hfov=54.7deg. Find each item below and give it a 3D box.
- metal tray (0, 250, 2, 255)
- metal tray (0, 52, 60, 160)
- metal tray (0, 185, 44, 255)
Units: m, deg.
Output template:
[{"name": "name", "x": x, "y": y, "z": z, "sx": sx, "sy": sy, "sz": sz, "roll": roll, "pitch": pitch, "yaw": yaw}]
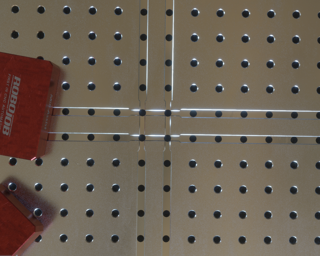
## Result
[{"name": "metal tray", "x": -0.266, "y": 0.225, "z": 0.407, "sx": 0.131, "sy": 0.030, "sz": 0.090, "roll": -18, "pitch": 90, "yaw": -1}, {"name": "metal tray", "x": -0.192, "y": -0.029, "z": 0.408, "sx": 0.091, "sy": 0.030, "sz": 0.129, "roll": 10, "pitch": 90, "yaw": -1}, {"name": "metal tray", "x": -0.227, "y": 0.146, "z": 0.387, "sx": 0.090, "sy": 0.030, "sz": 0.130, "roll": 41, "pitch": 77, "yaw": 9}]
